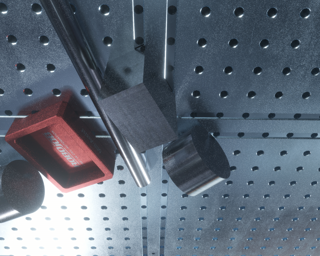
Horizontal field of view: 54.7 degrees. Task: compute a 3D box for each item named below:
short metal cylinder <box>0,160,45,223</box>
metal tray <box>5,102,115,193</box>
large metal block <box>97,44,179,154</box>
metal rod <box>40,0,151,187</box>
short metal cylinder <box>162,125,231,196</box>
[{"bbox_3d":[-0.216,0.092,0.451,0.050,0.080,0.080,-21,127,17],"label":"short metal cylinder"},{"bbox_3d":[-0.134,0.033,0.434,0.090,0.030,0.130,-20,128,16],"label":"metal tray"},{"bbox_3d":[-0.021,-0.033,0.348,0.050,0.080,0.080,-21,127,16],"label":"large metal block"},{"bbox_3d":[-0.067,-0.027,0.387,0.025,0.025,0.299,-13,129,10],"label":"metal rod"},{"bbox_3d":[0.049,0.043,0.413,0.050,0.080,0.080,-37,121,27],"label":"short metal cylinder"}]
